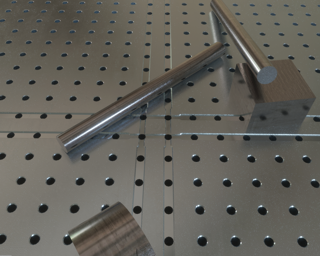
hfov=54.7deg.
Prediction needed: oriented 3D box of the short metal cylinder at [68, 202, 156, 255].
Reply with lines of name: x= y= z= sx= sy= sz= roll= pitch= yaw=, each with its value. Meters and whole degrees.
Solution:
short metal cylinder: x=-0.040 y=0.114 z=0.276 sx=0.050 sy=0.080 sz=0.080 roll=-28 pitch=56 yaw=-22

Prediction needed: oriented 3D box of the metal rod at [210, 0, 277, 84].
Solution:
metal rod: x=0.122 y=-0.156 z=0.500 sx=0.025 sy=0.025 sz=0.300 roll=-3 pitch=38 yaw=-3

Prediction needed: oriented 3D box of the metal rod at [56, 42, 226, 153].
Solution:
metal rod: x=-0.011 y=-0.056 z=0.454 sx=0.302 sy=0.025 sz=0.025 roll=-35 pitch=58 yaw=-26

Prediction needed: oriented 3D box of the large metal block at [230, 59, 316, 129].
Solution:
large metal block: x=0.154 y=-0.049 z=0.434 sx=0.081 sy=0.050 sz=0.080 roll=-6 pitch=50 yaw=-6
